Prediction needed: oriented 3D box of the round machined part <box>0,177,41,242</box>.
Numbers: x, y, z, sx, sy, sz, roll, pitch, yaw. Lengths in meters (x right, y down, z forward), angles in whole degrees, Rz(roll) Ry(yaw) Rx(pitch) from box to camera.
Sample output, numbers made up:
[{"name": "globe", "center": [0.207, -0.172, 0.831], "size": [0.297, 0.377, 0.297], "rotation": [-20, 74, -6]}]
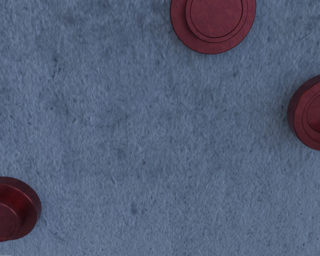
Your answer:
[{"name": "round machined part", "center": [-0.227, 0.122, 0.443], "size": [0.099, 0.042, 0.097], "rotation": [0, 110, -1]}]

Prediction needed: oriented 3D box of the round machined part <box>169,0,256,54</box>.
[{"name": "round machined part", "center": [0.061, -0.133, 0.353], "size": [0.099, 0.042, 0.097], "rotation": [0, 110, -1]}]

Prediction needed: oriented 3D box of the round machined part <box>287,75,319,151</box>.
[{"name": "round machined part", "center": [0.211, -0.023, 0.395], "size": [0.099, 0.042, 0.097], "rotation": [0, 110, -1]}]
